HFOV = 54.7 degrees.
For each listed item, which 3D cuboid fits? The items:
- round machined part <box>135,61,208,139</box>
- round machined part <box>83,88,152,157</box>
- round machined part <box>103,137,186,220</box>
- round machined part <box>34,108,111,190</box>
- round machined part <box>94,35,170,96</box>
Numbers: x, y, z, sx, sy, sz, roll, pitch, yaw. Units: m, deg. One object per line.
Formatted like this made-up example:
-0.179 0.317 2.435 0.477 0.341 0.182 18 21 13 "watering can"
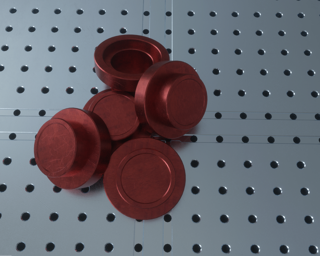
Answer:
0.021 -0.034 0.384 0.042 0.098 0.098 15 64 49 "round machined part"
-0.056 -0.010 0.404 0.099 0.042 0.098 0 70 -1 "round machined part"
-0.018 0.059 0.368 0.099 0.042 0.097 1 81 -6 "round machined part"
-0.110 0.024 0.367 0.098 0.042 0.097 -3 83 29 "round machined part"
-0.038 -0.082 0.420 0.099 0.042 0.098 4 49 -4 "round machined part"
